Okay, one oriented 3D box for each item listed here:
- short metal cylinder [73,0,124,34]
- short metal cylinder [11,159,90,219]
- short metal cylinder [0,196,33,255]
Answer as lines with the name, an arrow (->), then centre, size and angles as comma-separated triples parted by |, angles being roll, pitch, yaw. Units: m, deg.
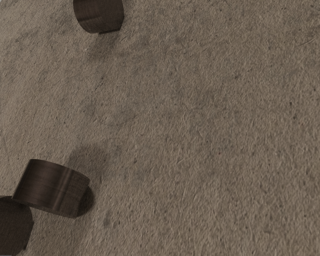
short metal cylinder -> -0.108, -0.214, 0.554 | 0.050, 0.080, 0.080 | -1, 61, 27
short metal cylinder -> -0.136, 0.078, 0.390 | 0.080, 0.080, 0.050 | 2, 63, 29
short metal cylinder -> -0.215, 0.128, 0.401 | 0.050, 0.080, 0.080 | -5, 60, 25
